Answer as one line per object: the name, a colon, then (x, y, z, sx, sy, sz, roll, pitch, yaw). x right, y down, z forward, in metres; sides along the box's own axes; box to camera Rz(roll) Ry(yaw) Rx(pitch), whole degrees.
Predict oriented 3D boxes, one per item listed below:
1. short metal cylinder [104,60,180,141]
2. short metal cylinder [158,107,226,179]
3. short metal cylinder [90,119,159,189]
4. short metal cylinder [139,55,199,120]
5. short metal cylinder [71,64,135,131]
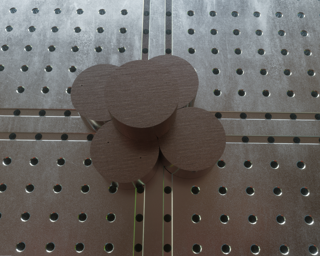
short metal cylinder: (-0.020, -0.030, 0.354, 0.081, 0.050, 0.080, 0, 71, -1)
short metal cylinder: (0.038, 0.020, 0.391, 0.081, 0.050, 0.080, 0, 70, 0)
short metal cylinder: (-0.041, 0.033, 0.385, 0.081, 0.050, 0.080, 0, 70, 0)
short metal cylinder: (0.009, -0.050, 0.416, 0.081, 0.050, 0.080, 0, 70, 0)
short metal cylinder: (-0.071, -0.037, 0.410, 0.081, 0.050, 0.080, 0, 70, 0)
